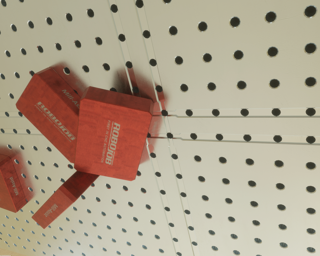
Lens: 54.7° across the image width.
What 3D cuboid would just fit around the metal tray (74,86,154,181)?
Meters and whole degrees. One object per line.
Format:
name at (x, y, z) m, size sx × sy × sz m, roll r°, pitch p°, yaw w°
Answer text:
metal tray at (-0.066, 0.013, 0.428) m, size 0.091 × 0.030 × 0.129 m, roll 12°, pitch 127°, yaw -6°

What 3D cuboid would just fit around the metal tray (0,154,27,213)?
metal tray at (-0.341, 0.113, 0.654) m, size 0.090 × 0.030 × 0.129 m, roll 10°, pitch 123°, yaw 22°

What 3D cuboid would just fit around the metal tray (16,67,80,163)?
metal tray at (-0.151, -0.016, 0.475) m, size 0.130 × 0.030 × 0.090 m, roll 47°, pitch 129°, yaw -6°

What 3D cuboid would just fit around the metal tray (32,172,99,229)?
metal tray at (-0.149, 0.105, 0.510) m, size 0.030 × 0.090 × 0.129 m, roll 45°, pitch 129°, yaw -3°
